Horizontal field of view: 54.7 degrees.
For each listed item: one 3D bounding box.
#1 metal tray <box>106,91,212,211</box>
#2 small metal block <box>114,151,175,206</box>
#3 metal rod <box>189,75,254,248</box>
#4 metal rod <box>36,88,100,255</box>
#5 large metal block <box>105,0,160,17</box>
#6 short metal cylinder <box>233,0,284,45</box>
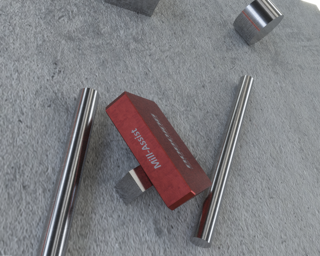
[{"bbox_3d":[0.002,0.023,0.353,0.130,0.030,0.090,55,15,15],"label":"metal tray"},{"bbox_3d":[-0.017,0.056,0.345,0.050,0.050,0.025,-28,77,-37],"label":"small metal block"},{"bbox_3d":[0.098,0.024,0.443,0.025,0.025,0.301,33,51,-8],"label":"metal rod"},{"bbox_3d":[-0.096,0.084,0.301,0.025,0.025,0.300,17,55,-19],"label":"metal rod"},{"bbox_3d":[-0.044,-0.242,0.513,0.081,0.050,0.080,10,57,-23],"label":"large metal block"},{"bbox_3d":[0.190,-0.207,0.600,0.081,0.080,0.050,-29,78,-38],"label":"short metal cylinder"}]
